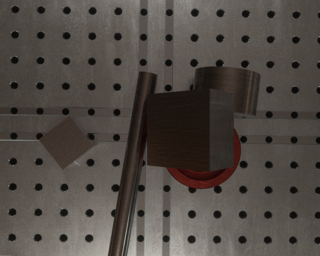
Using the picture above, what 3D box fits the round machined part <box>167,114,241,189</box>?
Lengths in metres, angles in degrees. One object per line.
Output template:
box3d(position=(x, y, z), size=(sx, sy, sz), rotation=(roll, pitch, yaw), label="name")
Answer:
box3d(position=(0.052, 0.027, 0.406), size=(0.099, 0.042, 0.097), rotation=(0, 90, -1), label="round machined part")

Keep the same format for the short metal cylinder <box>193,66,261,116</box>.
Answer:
box3d(position=(0.081, -0.043, 0.387), size=(0.081, 0.080, 0.050), rotation=(7, 90, -1), label="short metal cylinder")

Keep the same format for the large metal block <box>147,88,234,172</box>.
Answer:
box3d(position=(0.033, 0.002, 0.340), size=(0.080, 0.050, 0.079), rotation=(0, 90, 39), label="large metal block")

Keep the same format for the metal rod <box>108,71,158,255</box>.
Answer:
box3d(position=(-0.041, 0.075, 0.412), size=(0.025, 0.025, 0.298), rotation=(10, 90, -1), label="metal rod")

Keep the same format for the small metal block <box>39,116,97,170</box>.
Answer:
box3d(position=(-0.121, 0.019, 0.412), size=(0.050, 0.025, 0.050), rotation=(-38, 91, 0), label="small metal block")
